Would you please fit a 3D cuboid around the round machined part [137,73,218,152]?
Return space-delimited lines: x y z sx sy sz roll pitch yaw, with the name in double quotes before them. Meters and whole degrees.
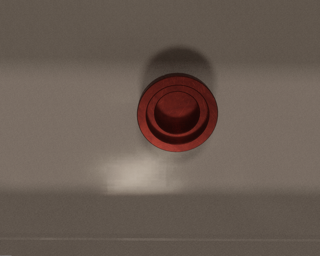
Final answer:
"round machined part" 0.021 -0.022 0.394 0.099 0.042 0.097 0 110 -1
